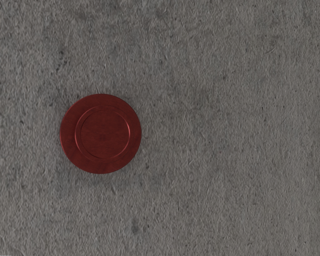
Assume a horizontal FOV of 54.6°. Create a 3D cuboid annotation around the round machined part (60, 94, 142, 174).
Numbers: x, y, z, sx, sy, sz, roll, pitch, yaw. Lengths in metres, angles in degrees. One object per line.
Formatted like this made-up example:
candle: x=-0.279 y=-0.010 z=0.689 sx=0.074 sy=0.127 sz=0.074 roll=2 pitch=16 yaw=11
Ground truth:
round machined part: x=-0.069 y=0.007 z=0.374 sx=0.099 sy=0.042 sz=0.097 roll=0 pitch=90 yaw=-20
